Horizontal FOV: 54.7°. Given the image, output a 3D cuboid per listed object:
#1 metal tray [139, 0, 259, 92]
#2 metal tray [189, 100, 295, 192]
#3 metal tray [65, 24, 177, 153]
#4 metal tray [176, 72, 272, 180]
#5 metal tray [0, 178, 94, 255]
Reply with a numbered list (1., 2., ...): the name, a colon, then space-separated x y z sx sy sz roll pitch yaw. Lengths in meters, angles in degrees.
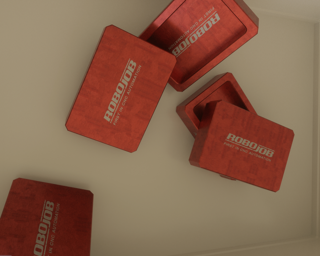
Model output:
1. metal tray: 0.040 -0.113 0.375 0.090 0.130 0.030 42 39 -16
2. metal tray: 0.113 0.026 0.419 0.131 0.030 0.090 20 83 -19
3. metal tray: -0.047 -0.045 0.373 0.091 0.030 0.129 22 98 -19
4. metal tray: 0.095 -0.002 0.444 0.090 0.030 0.130 -39 103 -16
5. metal tray: -0.119 0.115 0.316 0.091 0.130 0.030 15 123 -20
